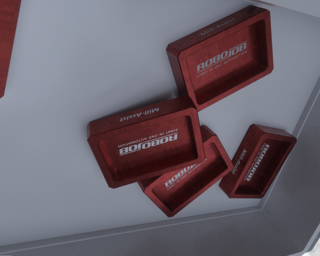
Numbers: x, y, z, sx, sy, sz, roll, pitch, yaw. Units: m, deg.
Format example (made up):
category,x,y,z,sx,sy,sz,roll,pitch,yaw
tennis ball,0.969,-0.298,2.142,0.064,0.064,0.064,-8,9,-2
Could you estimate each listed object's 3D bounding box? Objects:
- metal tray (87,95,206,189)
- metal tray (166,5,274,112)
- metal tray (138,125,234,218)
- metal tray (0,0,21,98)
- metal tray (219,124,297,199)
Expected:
category,x,y,z,sx,sy,sz,roll,pitch,yaw
metal tray,-0.014,0.019,0.388,0.131,0.030,0.090,-16,126,-2
metal tray,0.081,-0.087,0.395,0.131,0.030,0.090,-28,128,-11
metal tray,0.041,0.067,0.468,0.130,0.030,0.090,-38,129,-3
metal tray,-0.164,-0.085,0.241,0.091,0.030,0.129,-8,126,-52
metal tray,0.168,0.061,0.534,0.091,0.030,0.129,9,114,-32
